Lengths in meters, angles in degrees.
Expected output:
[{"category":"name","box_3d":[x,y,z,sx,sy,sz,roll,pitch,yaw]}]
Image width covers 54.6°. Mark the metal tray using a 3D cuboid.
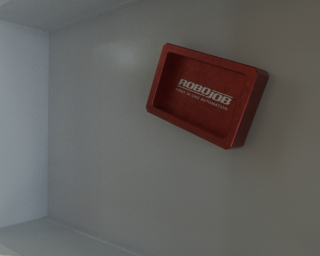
[{"category":"metal tray","box_3d":[0.048,-0.041,0.364,0.130,0.030,0.089,27,107,37]}]
